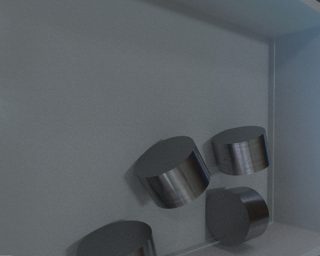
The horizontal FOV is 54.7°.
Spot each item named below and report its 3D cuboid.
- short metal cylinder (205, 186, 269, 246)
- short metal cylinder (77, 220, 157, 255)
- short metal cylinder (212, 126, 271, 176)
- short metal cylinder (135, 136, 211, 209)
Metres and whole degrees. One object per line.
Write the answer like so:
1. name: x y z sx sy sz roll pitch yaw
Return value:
1. short metal cylinder: 0.116 0.132 0.471 0.050 0.080 0.079 2 89 -40
2. short metal cylinder: -0.044 0.143 0.336 0.081 0.080 0.050 -18 102 -39
3. short metal cylinder: 0.126 0.033 0.479 0.081 0.080 0.050 -25 106 -38
4. short metal cylinder: 0.016 0.053 0.386 0.080 0.080 0.050 -43 116 -32
